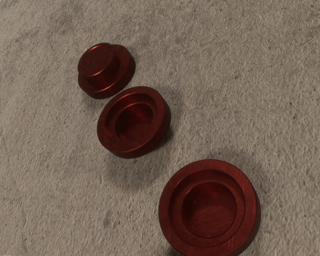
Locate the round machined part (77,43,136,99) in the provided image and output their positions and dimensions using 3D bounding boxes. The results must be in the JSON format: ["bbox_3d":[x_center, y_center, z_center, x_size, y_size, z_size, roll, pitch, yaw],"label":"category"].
[{"bbox_3d":[-0.093,-0.098,0.500,0.098,0.042,0.098,-13,56,20],"label":"round machined part"}]

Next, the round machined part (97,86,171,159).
[{"bbox_3d":[-0.030,-0.004,0.410,0.098,0.042,0.098,-13,56,20],"label":"round machined part"}]

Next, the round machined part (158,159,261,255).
[{"bbox_3d":[0.051,0.084,0.313,0.098,0.042,0.098,-13,56,20],"label":"round machined part"}]
